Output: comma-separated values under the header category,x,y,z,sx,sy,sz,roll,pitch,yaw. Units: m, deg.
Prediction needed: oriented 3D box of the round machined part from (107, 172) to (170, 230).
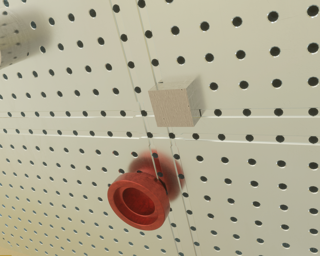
category,x,y,z,sx,sy,sz,roll,pitch,yaw
round machined part,-0.029,0.108,0.483,0.098,0.042,0.097,13,124,21

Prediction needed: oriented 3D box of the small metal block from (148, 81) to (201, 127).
category,x,y,z,sx,sy,sz,roll,pitch,yaw
small metal block,0.018,-0.029,0.384,0.050,0.025,0.050,0,119,28

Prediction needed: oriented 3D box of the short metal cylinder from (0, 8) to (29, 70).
category,x,y,z,sx,sy,sz,roll,pitch,yaw
short metal cylinder,-0.238,-0.125,0.443,0.080,0.050,0.079,13,124,21
